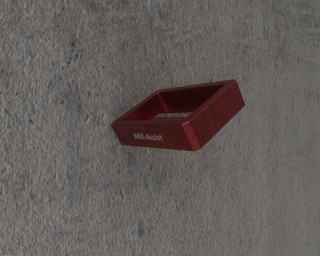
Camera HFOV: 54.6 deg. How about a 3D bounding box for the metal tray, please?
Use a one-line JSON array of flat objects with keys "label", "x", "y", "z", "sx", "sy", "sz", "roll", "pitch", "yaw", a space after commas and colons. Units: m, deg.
[{"label": "metal tray", "x": 0.016, "y": -0.015, "z": 0.349, "sx": 0.090, "sy": 0.130, "sz": 0.030, "roll": -39, "pitch": 114, "yaw": -33}]
